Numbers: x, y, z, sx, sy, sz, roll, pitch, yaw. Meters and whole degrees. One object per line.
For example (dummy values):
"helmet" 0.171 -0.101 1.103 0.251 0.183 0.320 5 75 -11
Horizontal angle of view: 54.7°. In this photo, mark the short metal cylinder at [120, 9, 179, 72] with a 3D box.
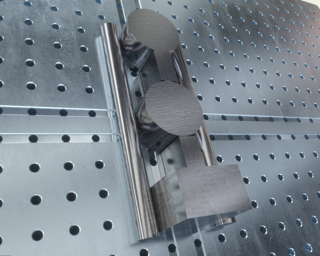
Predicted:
"short metal cylinder" -0.019 -0.129 0.460 0.081 0.050 0.080 14 56 -21

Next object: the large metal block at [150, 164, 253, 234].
"large metal block" 0.039 0.080 0.345 0.081 0.080 0.050 1 62 -28

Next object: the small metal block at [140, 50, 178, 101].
"small metal block" -0.003 -0.072 0.433 0.025 0.050 0.050 1 62 -28

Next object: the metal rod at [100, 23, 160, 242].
"metal rod" -0.044 -0.014 0.392 0.025 0.025 0.299 1 61 -28

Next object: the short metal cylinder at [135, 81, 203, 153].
"short metal cylinder" 0.009 -0.014 0.405 0.081 0.050 0.080 14 56 -21

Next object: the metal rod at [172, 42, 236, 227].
"metal rod" 0.049 -0.014 0.442 0.025 0.025 0.299 1 61 -28

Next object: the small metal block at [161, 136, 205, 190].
"small metal block" 0.028 0.043 0.380 0.025 0.050 0.050 0 62 -28
